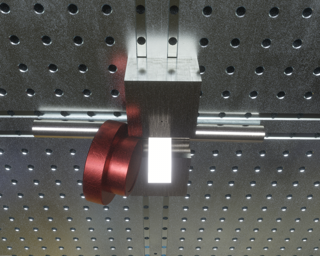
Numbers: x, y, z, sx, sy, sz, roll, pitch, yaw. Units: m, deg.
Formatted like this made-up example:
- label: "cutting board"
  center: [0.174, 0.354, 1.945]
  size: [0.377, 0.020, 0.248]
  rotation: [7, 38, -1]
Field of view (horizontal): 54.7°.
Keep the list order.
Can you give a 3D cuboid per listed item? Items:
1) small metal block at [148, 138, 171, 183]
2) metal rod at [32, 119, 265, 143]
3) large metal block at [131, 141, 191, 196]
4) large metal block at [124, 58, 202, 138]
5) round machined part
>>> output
- label: "small metal block"
  center: [0.000, 0.037, 0.369]
  size: [0.025, 0.050, 0.050]
  rotation: [1, 86, -1]
- label: "metal rod"
  center: [-0.013, 0.004, 0.415]
  size: [0.302, 0.025, 0.025]
  rotation: [1, 130, -2]
- label: "large metal block"
  center: [-0.001, 0.052, 0.440]
  size: [0.081, 0.050, 0.079]
  rotation: [1, 130, -1]
- label: "large metal block"
  center: [0.003, -0.035, 0.366]
  size: [0.081, 0.050, 0.079]
  rotation: [0, 130, -1]
- label: "round machined part"
  center: [-0.049, 0.042, 0.361]
  size: [0.042, 0.098, 0.097]
  rotation: [13, 131, 8]
